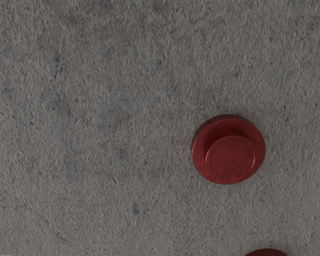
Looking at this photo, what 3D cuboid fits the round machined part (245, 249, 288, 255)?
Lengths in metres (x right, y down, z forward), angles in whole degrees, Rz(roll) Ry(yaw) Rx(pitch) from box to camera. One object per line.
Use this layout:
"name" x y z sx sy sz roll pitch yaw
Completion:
"round machined part" 0.172 0.245 0.492 0.099 0.042 0.097 0 110 0

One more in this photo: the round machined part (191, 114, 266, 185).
"round machined part" 0.092 0.034 0.414 0.099 0.042 0.097 0 110 0
